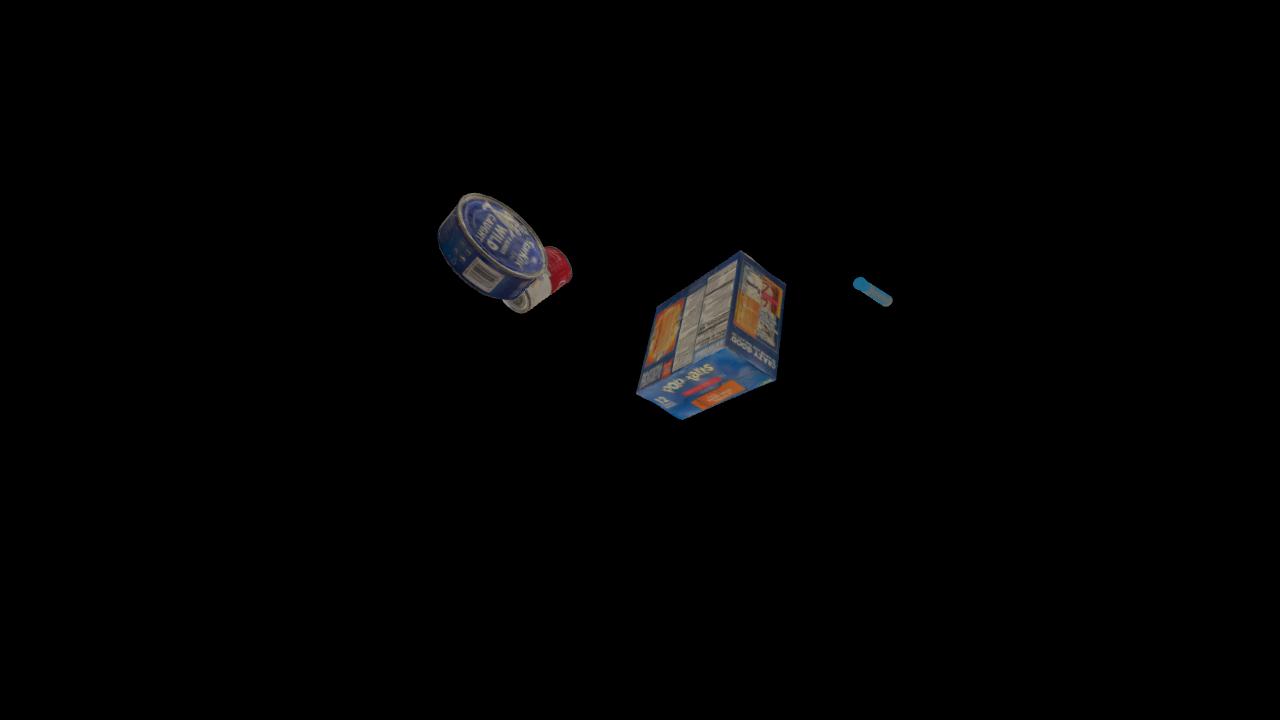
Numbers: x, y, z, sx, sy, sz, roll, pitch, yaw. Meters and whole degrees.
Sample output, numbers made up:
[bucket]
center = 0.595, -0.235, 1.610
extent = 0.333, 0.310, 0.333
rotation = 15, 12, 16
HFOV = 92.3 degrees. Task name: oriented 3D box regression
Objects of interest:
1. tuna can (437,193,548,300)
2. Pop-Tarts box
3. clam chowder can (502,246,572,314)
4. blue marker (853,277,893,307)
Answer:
[tuna can]
center = -0.116, -0.089, 0.487
extent = 0.034, 0.084, 0.084
rotation = -40, -21, 27
[Pop-Tarts box]
center = 0.086, -0.024, 0.748
extent = 0.083, 0.141, 0.167
rotation = 30, -36, -23
[clam chowder can]
center = -0.162, -0.124, 0.952
extent = 0.068, 0.068, 0.102
rotation = 0, 32, 42
[blue marker]
center = 0.353, -0.103, 0.932
extent = 0.020, 0.020, 0.121
rotation = 0, -9, 41
